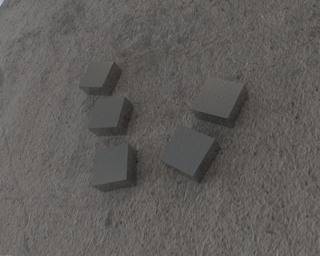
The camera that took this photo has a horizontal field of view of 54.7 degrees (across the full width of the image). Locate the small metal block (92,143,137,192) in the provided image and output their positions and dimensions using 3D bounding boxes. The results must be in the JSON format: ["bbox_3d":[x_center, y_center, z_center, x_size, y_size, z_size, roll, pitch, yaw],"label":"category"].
[{"bbox_3d":[-0.058,0.052,0.403,0.050,0.025,0.050,-14,56,20],"label":"small metal block"}]

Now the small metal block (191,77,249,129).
[{"bbox_3d":[0.075,-0.032,0.385,0.050,0.025,0.050,18,71,35],"label":"small metal block"}]

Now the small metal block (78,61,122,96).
[{"bbox_3d":[-0.097,-0.081,0.504,0.050,0.025,0.050,7,65,31],"label":"small metal block"}]

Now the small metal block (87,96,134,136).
[{"bbox_3d":[-0.072,-0.016,0.452,0.050,0.025,0.050,-3,60,26],"label":"small metal block"}]

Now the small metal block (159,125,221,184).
[{"bbox_3d":[0.036,0.030,0.367,0.050,0.025,0.050,24,74,36],"label":"small metal block"}]
